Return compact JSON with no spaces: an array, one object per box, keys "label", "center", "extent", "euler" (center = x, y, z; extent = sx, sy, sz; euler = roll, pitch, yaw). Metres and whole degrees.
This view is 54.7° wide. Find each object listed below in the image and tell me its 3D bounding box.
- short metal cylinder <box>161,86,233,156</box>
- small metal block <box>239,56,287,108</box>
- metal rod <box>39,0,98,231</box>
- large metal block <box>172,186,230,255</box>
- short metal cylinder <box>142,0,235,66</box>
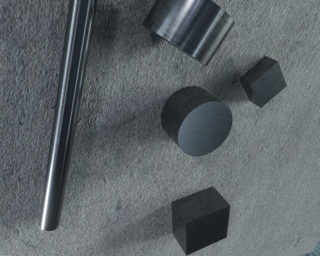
[{"label":"short metal cylinder","center":[0.048,-0.009,0.411],"extent":[0.081,0.050,0.079],"euler":[-14,124,-21]},{"label":"small metal block","center":[0.149,-0.066,0.448],"extent":[0.050,0.025,0.050],"euler":[-41,130,-1]},{"label":"metal rod","center":[-0.106,-0.005,0.345],"extent":[0.025,0.025,0.298],"euler":[2,117,-30]},{"label":"large metal block","center":[0.068,0.156,0.524],"extent":[0.081,0.050,0.079],"euler":[-16,125,-19]},{"label":"short metal cylinder","center":[0.029,-0.107,0.321],"extent":[0.080,0.080,0.050],"euler":[23,106,-37]}]
